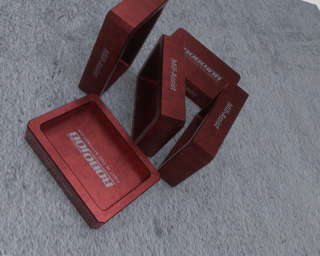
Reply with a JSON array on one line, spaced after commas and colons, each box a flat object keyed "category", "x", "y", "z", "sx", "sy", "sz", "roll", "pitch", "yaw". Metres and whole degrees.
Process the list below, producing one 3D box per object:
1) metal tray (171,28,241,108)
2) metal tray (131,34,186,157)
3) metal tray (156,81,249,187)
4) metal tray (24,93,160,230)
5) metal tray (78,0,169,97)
[{"category": "metal tray", "x": 0.057, "y": -0.091, "z": 0.490, "sx": 0.130, "sy": 0.030, "sz": 0.090, "roll": 39, "pitch": 51, "yaw": -2}, {"category": "metal tray", "x": -0.003, "y": -0.040, "z": 0.387, "sx": 0.030, "sy": 0.090, "sz": 0.130, "roll": 16, "pitch": 55, "yaw": -20}, {"category": "metal tray", "x": 0.055, "y": 0.006, "z": 0.391, "sx": 0.030, "sy": 0.090, "sz": 0.131, "roll": 40, "pitch": 51, "yaw": -2}, {"category": "metal tray", "x": -0.073, "y": 0.032, "z": 0.344, "sx": 0.091, "sy": 0.030, "sz": 0.130, "roll": -33, "pitch": 80, "yaw": -38}, {"category": "metal tray", "x": -0.047, "y": -0.101, "z": 0.376, "sx": 0.030, "sy": 0.129, "sz": 0.090, "roll": 38, "pitch": 51, "yaw": -4}]
